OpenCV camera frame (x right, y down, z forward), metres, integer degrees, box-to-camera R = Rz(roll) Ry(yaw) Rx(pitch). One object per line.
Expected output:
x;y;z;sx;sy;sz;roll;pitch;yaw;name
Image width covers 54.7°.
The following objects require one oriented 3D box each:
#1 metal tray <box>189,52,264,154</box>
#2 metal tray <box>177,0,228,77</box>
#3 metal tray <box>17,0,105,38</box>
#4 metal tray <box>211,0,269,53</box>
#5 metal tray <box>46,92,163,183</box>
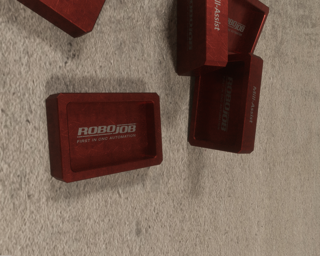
0.089;-0.034;0.432;0.030;0.090;0.129;5;92;-44;metal tray
0.053;-0.138;0.405;0.030;0.090;0.129;1;90;-19;metal tray
-0.093;-0.174;0.324;0.090;0.030;0.130;30;71;-36;metal tray
0.109;-0.150;0.457;0.131;0.030;0.089;-5;118;-51;metal tray
-0.057;0.005;0.354;0.131;0.030;0.089;-6;94;-40;metal tray
